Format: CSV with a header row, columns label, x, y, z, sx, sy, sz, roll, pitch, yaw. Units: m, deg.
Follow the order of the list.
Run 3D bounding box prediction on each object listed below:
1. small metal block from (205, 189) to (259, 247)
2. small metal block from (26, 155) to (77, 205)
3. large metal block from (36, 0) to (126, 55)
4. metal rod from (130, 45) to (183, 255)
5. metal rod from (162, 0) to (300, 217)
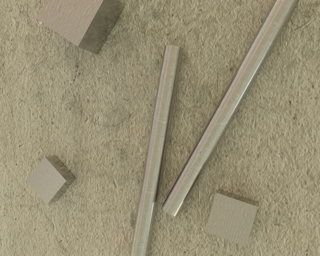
label,x,y,z,sx,sy,sz,roll,pitch,yaw
small metal block,0.088,0.108,0.378,0.050,0.025,0.050,16,95,19
small metal block,-0.163,0.077,0.465,0.050,0.025,0.050,44,103,14
large metal block,-0.110,-0.162,0.433,0.080,0.050,0.080,36,101,16
metal rod,-0.006,0.042,0.410,0.025,0.025,0.298,11,93,19
metal rod,0.082,-0.023,0.379,0.025,0.025,0.298,30,100,17
